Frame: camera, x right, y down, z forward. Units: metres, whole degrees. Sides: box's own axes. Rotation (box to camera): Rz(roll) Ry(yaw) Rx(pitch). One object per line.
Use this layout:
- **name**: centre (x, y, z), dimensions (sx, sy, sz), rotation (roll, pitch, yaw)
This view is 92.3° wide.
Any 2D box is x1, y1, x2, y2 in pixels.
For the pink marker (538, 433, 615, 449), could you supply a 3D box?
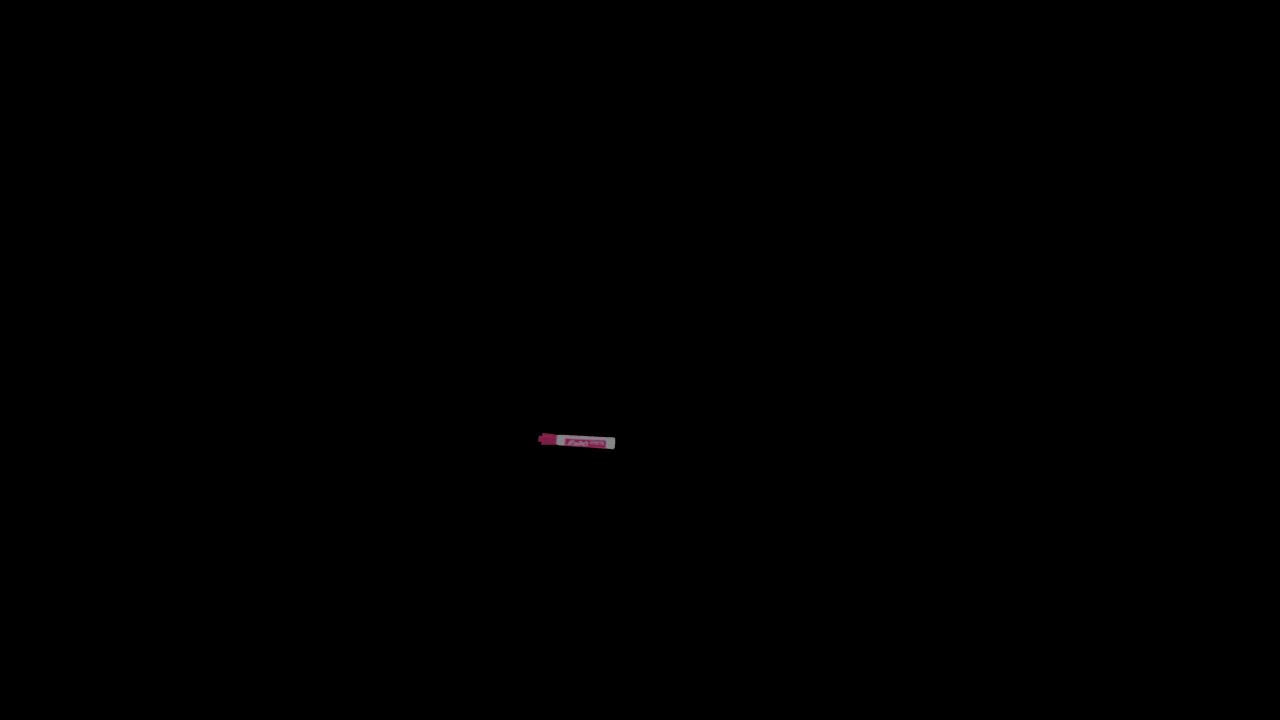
- **pink marker**: centre (-0.100, 0.128, 0.974), dimensions (0.121, 0.020, 0.020), rotation (5, -1, -8)
